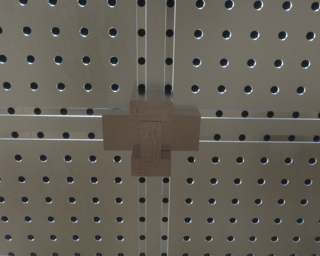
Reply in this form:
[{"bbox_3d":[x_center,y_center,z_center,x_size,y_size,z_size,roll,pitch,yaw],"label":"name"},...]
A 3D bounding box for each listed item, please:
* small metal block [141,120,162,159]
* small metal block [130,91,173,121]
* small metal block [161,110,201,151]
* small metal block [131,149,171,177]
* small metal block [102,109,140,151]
[{"bbox_3d":[-0.011,0.007,0.402,0.025,0.050,0.050,1,110,-1],"label":"small metal block"},{"bbox_3d":[-0.011,-0.029,0.389,0.050,0.050,0.025,1,110,-1],"label":"small metal block"},{"bbox_3d":[0.027,0.003,0.414,0.050,0.025,0.050,1,110,-1],"label":"small metal block"},{"bbox_3d":[-0.011,0.042,0.415,0.050,0.050,0.025,1,110,-1],"label":"small metal block"},{"bbox_3d":[-0.049,0.002,0.413,0.050,0.025,0.050,0,110,-1],"label":"small metal block"}]
